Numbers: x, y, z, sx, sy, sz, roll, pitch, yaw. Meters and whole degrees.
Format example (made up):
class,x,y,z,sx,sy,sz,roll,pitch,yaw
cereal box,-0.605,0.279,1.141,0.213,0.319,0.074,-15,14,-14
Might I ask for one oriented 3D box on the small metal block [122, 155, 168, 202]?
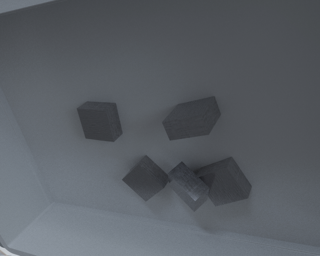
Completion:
class,x,y,z,sx,sy,sz,roll,pitch,yaw
small metal block,-0.021,0.077,0.467,0.050,0.025,0.050,43,129,-2

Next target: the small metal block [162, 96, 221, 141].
class,x,y,z,sx,sy,sz,roll,pitch,yaw
small metal block,0.038,-0.012,0.365,0.050,0.050,0.025,-10,113,32

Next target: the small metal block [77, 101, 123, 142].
class,x,y,z,sx,sy,sz,roll,pitch,yaw
small metal block,-0.086,-0.010,0.448,0.050,0.025,0.050,5,121,25

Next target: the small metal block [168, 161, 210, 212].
class,x,y,z,sx,sy,sz,roll,pitch,yaw
small metal block,0.038,0.079,0.415,0.050,0.025,0.050,43,161,25

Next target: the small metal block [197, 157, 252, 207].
class,x,y,z,sx,sy,sz,roll,pitch,yaw
small metal block,0.084,0.072,0.409,0.050,0.025,0.050,-27,104,37
